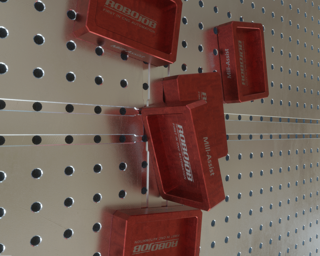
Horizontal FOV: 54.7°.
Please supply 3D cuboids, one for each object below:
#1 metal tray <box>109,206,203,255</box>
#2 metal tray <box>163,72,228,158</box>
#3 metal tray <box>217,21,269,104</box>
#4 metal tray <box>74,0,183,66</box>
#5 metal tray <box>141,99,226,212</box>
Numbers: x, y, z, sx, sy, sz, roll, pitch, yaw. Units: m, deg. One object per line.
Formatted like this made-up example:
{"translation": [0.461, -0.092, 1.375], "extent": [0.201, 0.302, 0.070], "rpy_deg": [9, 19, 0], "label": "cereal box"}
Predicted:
{"translation": [-0.002, 0.153, 0.406], "extent": [0.131, 0.030, 0.089], "rpy_deg": [8, 85, -40], "label": "metal tray"}
{"translation": [0.054, -0.014, 0.454], "extent": [0.091, 0.030, 0.129], "rpy_deg": [-13, 98, -40], "label": "metal tray"}
{"translation": [0.144, -0.111, 0.529], "extent": [0.091, 0.030, 0.129], "rpy_deg": [-13, 98, -40], "label": "metal tray"}
{"translation": [-0.033, -0.137, 0.379], "extent": [0.131, 0.030, 0.089], "rpy_deg": [11, 83, -40], "label": "metal tray"}
{"translation": [0.028, 0.032, 0.391], "extent": [0.030, 0.090, 0.129], "rpy_deg": [-21, 104, -38], "label": "metal tray"}
